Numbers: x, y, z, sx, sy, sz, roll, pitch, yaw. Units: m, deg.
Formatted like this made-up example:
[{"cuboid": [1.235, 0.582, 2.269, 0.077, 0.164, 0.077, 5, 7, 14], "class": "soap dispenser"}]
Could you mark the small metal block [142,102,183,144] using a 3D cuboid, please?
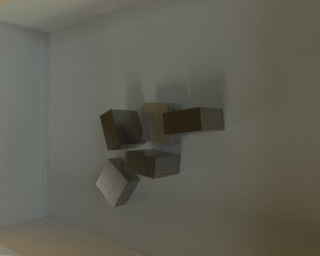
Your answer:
[{"cuboid": [0.003, -0.007, 0.398, 0.050, 0.025, 0.050, 7, 95, 53], "class": "small metal block"}]

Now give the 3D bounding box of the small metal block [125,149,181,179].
[{"cuboid": [-0.009, 0.044, 0.398, 0.050, 0.050, 0.025, 9, 96, 39], "class": "small metal block"}]

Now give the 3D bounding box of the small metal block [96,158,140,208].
[{"cuboid": [-0.063, 0.080, 0.459, 0.050, 0.025, 0.050, 43, 116, 31], "class": "small metal block"}]

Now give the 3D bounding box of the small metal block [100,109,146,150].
[{"cuboid": [-0.051, 0.002, 0.433, 0.025, 0.050, 0.050, -26, 74, 37], "class": "small metal block"}]

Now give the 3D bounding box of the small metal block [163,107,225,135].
[{"cuboid": [0.039, -0.007, 0.358, 0.050, 0.050, 0.025, -8, 85, 39], "class": "small metal block"}]
